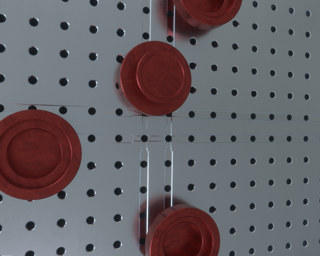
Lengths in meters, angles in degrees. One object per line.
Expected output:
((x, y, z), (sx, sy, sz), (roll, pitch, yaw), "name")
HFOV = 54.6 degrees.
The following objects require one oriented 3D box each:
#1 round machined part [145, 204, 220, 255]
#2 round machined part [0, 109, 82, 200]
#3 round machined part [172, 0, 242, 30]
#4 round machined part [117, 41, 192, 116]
((0.027, 0.150, 0.413), (0.099, 0.042, 0.097), (0, 90, -20), "round machined part")
((-0.141, 0.028, 0.351), (0.099, 0.042, 0.097), (0, 90, -20), "round machined part")
((0.060, -0.183, 0.425), (0.099, 0.042, 0.097), (0, 90, -20), "round machined part")
((-0.003, -0.065, 0.402), (0.099, 0.042, 0.097), (0, 90, -20), "round machined part")
